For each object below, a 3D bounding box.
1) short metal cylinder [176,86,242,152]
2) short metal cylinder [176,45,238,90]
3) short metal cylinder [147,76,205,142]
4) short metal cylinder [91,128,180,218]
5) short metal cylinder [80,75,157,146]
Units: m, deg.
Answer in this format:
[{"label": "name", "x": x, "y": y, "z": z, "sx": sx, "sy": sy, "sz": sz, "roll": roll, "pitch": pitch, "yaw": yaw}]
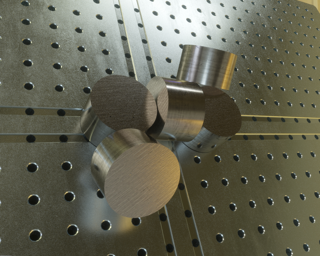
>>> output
[{"label": "short metal cylinder", "x": 0.067, "y": -0.012, "z": 0.436, "sx": 0.081, "sy": 0.050, "sz": 0.080, "roll": 14, "pitch": 56, "yaw": -21}, {"label": "short metal cylinder", "x": 0.068, "y": -0.089, "z": 0.457, "sx": 0.081, "sy": 0.080, "sz": 0.050, "roll": 8, "pitch": 100, "yaw": -24}, {"label": "short metal cylinder", "x": 0.014, "y": -0.023, "z": 0.396, "sx": 0.050, "sy": 0.080, "sz": 0.080, "roll": 5, "pitch": 60, "yaw": -26}, {"label": "short metal cylinder", "x": -0.026, "y": 0.046, "z": 0.325, "sx": 0.081, "sy": 0.050, "sz": 0.079, "roll": -9, "pitch": 110, "yaw": -25}, {"label": "short metal cylinder", "x": -0.051, "y": -0.017, "z": 0.376, "sx": 0.081, "sy": 0.050, "sz": 0.080, "roll": 14, "pitch": 56, "yaw": -21}]
